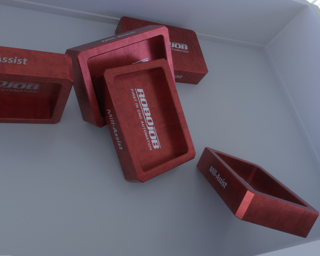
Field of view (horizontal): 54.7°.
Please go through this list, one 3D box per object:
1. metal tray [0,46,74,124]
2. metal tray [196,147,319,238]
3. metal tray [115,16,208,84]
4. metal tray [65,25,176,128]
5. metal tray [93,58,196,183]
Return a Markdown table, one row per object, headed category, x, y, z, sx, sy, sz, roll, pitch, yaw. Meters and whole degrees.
| category | x | y | z | sx | sy | sz | roll | pitch | yaw |
| --- | --- | --- | --- | --- | --- | --- | --- | --- | --- |
| metal tray | -0.159 | -0.039 | 0.301 | 0.131 | 0.090 | 0.030 | 1 | 62 | -28 |
| metal tray | 0.106 | 0.069 | 0.365 | 0.091 | 0.030 | 0.130 | 20 | 11 | -17 |
| metal tray | 0.003 | -0.117 | 0.475 | 0.131 | 0.030 | 0.090 | 2 | 61 | -27 |
| metal tray | -0.041 | -0.067 | 0.380 | 0.131 | 0.030 | 0.089 | -29 | 123 | -34 |
| metal tray | -0.015 | -0.011 | 0.370 | 0.091 | 0.030 | 0.129 | -20 | 95 | -35 |
